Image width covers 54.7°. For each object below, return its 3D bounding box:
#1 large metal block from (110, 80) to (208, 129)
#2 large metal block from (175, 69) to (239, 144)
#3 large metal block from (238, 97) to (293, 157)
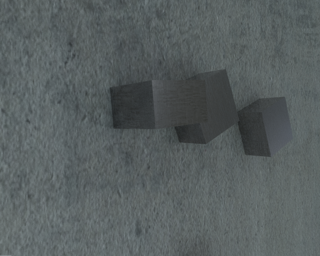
[{"bbox_3d":[-0.002,-0.028,0.369,0.081,0.080,0.050,-8,95,-40],"label":"large metal block"},{"bbox_3d":[0.061,-0.031,0.442,0.081,0.050,0.080,-30,109,-36],"label":"large metal block"},{"bbox_3d":[0.186,-0.004,0.548,0.081,0.050,0.080,-28,108,-37],"label":"large metal block"}]
